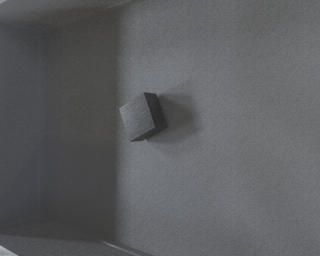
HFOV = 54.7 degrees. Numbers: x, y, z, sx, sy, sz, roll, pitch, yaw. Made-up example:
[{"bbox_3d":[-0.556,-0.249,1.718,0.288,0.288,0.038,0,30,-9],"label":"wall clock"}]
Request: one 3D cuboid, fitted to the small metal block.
[{"bbox_3d":[-0.023,-0.014,0.419,0.050,0.025,0.050,-29,72,36],"label":"small metal block"}]
